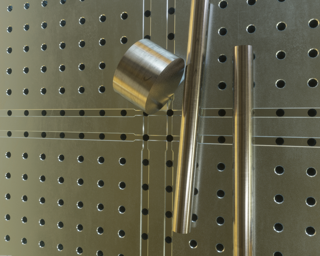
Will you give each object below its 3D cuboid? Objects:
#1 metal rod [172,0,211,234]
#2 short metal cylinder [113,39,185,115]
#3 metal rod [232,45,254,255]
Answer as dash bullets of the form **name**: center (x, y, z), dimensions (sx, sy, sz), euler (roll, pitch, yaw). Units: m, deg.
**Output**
- **metal rod**: center (0.040, -0.016, 0.398), dimensions (0.025, 0.025, 0.298), euler (5, 92, 20)
- **short metal cylinder**: center (-0.013, -0.063, 0.388), dimensions (0.050, 0.080, 0.080), euler (34, 101, 17)
- **metal rod**: center (0.101, 0.051, 0.376), dimensions (0.025, 0.025, 0.298), euler (0, 90, 20)
